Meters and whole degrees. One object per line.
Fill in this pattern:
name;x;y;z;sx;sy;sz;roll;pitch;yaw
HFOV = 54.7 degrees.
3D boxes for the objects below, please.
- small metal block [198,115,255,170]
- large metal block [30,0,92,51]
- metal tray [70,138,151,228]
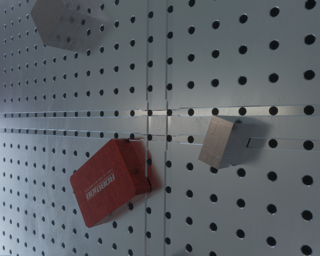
small metal block;0.072;0.014;0.334;0.025;0.050;0.050;26;107;37
large metal block;-0.173;-0.196;0.536;0.080;0.050;0.080;-43;64;31
metal tray;-0.081;0.085;0.473;0.129;0.030;0.090;-40;66;32
